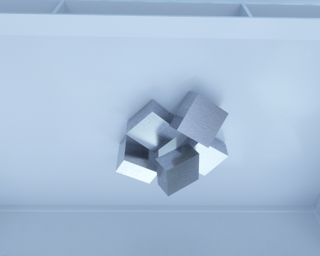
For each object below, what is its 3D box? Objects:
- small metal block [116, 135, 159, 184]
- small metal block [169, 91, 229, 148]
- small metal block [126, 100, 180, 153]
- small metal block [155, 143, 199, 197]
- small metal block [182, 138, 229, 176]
[{"bbox_3d":[-0.030,0.042,0.425,0.050,0.050,0.025,23,126,-19],"label":"small metal block"},{"bbox_3d":[0.048,-0.010,0.384,0.050,0.025,0.050,30,91,-24],"label":"small metal block"},{"bbox_3d":[-0.008,-0.001,0.405,0.050,0.025,0.050,36,121,-27],"label":"small metal block"},{"bbox_3d":[0.024,0.055,0.406,0.050,0.025,0.050,-25,134,-22],"label":"small metal block"},{"bbox_3d":[0.059,0.035,0.437,0.050,0.025,0.050,28,124,-23],"label":"small metal block"}]
